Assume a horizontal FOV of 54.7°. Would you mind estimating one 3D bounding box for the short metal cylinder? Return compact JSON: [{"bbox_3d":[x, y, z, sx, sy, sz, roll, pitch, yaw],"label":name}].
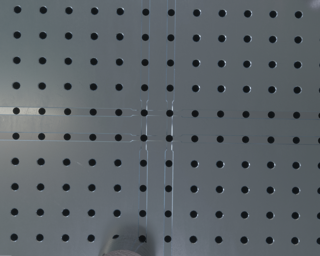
[{"bbox_3d":[-0.046,0.187,0.400,0.081,0.050,0.079,0,90,0],"label":"short metal cylinder"}]
